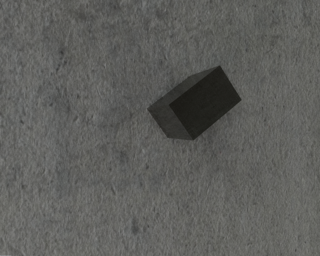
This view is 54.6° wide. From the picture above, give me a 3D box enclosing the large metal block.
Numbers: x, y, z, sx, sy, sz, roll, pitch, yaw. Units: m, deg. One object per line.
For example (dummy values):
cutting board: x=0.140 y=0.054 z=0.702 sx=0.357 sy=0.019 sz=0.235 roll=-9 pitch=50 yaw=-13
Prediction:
large metal block: x=0.040 y=-0.030 z=0.394 sx=0.080 sy=0.080 sz=0.050 roll=-38 pitch=103 yaw=-16
